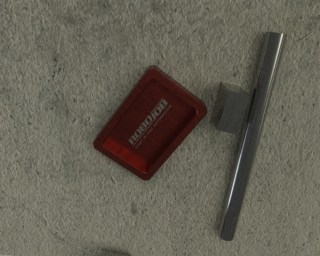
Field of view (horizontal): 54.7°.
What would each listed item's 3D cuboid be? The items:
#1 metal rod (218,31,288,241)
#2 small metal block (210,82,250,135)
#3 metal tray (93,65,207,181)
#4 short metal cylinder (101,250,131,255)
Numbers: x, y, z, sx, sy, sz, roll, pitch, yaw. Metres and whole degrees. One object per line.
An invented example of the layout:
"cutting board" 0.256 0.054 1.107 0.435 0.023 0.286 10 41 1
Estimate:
"metal rod" 0.120 0.025 0.420 0.025 0.025 0.298 7 110 -3
"small metal block" 0.086 -0.026 0.388 0.025 0.050 0.050 13 110 -5
"metal tray" -0.014 -0.004 0.405 0.090 0.030 0.130 36 106 -13
"short metal cylinder" -0.073 0.230 0.464 0.050 0.080 0.079 14 109 -6
